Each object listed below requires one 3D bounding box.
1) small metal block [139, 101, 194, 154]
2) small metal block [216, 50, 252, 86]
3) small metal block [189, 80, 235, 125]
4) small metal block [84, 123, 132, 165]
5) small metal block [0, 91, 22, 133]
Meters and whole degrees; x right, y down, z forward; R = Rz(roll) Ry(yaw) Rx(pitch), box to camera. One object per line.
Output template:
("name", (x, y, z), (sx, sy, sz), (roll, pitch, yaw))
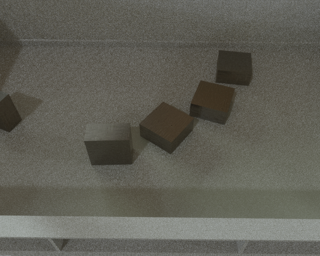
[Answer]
("small metal block", (0.009, -0.001, 0.406), (0.050, 0.025, 0.050), (30, 56, 23))
("small metal block", (0.115, -0.094, 0.485), (0.050, 0.025, 0.050), (7, 50, 6))
("small metal block", (0.074, -0.037, 0.436), (0.050, 0.025, 0.050), (16, 52, 13))
("small metal block", (-0.060, 0.020, 0.371), (0.050, 0.050, 0.025), (-1, 50, -1))
("small metal block", (-0.219, -0.026, 0.409), (0.050, 0.050, 0.025), (19, 53, 15))
